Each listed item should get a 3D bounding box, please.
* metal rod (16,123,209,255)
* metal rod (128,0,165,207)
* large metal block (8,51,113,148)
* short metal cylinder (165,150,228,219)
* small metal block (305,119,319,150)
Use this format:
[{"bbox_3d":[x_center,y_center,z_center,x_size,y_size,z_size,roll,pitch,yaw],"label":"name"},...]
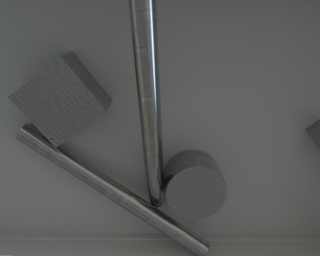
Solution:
[{"bbox_3d":[-0.060,0.089,0.427,0.301,0.025,0.025,35,106,-6],"label":"metal rod"},{"bbox_3d":[-0.011,-0.011,0.360,0.025,0.025,0.298,-2,128,0],"label":"metal rod"},{"bbox_3d":[-0.119,-0.036,0.383,0.080,0.050,0.080,-34,107,11],"label":"large metal block"},{"bbox_3d":[0.047,0.077,0.426,0.081,0.050,0.079,-1,110,-2],"label":"short metal cylinder"},{"bbox_3d":[0.227,0.021,0.409,0.025,0.050,0.050,-39,106,13],"label":"small metal block"}]
